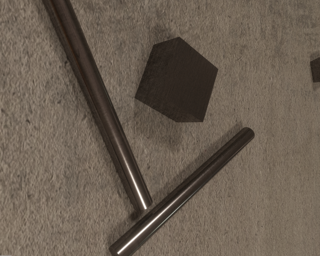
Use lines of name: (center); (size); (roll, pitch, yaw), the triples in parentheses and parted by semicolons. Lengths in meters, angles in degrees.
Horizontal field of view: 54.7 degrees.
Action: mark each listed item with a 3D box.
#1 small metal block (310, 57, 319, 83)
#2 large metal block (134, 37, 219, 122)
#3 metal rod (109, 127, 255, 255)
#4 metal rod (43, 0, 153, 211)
small metal block: (0.380, -0.138, 0.728); (0.050, 0.025, 0.050); (-26, 107, -37)
large metal block: (0.024, -0.060, 0.411); (0.080, 0.050, 0.080); (29, 72, -37)
metal rod: (0.050, 0.080, 0.449); (0.302, 0.025, 0.025); (-35, 112, -35)
metal rod: (-0.071, -0.038, 0.346); (0.025, 0.025, 0.298); (-33, 111, -35)
